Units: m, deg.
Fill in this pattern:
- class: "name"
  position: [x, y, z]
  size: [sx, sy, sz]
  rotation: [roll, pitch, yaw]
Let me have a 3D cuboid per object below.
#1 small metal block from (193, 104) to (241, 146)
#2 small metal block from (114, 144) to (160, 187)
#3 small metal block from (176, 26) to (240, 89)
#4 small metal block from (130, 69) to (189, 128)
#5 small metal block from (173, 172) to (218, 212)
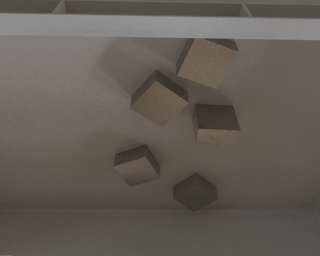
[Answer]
- class: "small metal block"
  position: [0.069, -0.005, 0.390]
  size: [0.050, 0.050, 0.025]
  rotation: [3, 130, -3]
- class: "small metal block"
  position: [-0.033, 0.056, 0.457]
  size: [0.050, 0.025, 0.050]
  rotation: [-19, 128, 15]
- class: "small metal block"
  position: [0.051, -0.077, 0.344]
  size: [0.050, 0.025, 0.050]
  rotation: [16, 128, -14]
- class: "small metal block"
  position: [-0.001, -0.035, 0.380]
  size: [0.050, 0.025, 0.050]
  rotation: [31, 123, -24]
- class: "small metal block"
  position: [0.057, 0.105, 0.499]
  size: [0.050, 0.025, 0.050]
  rotation: [-37, 122, 26]
